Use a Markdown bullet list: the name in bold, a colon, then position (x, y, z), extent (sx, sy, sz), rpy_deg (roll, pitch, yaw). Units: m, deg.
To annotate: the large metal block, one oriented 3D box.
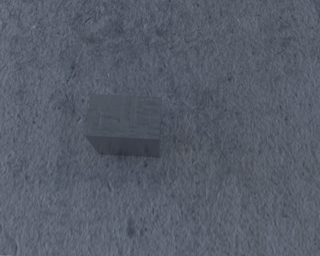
- **large metal block**: position (-0.039, 0.000, 0.379), extent (0.080, 0.080, 0.050), rpy_deg (3, 70, 1)
